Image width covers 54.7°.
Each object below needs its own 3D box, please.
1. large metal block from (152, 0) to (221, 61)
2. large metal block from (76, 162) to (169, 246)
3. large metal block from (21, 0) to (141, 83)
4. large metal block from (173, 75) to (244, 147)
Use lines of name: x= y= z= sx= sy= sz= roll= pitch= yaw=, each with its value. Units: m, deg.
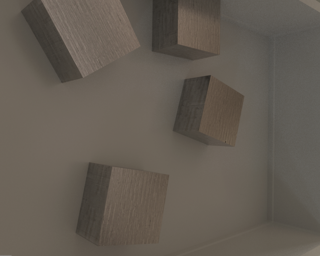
large metal block: x=0.037 y=-0.142 z=0.423 sx=0.081 sy=0.050 sz=0.079 roll=1 pitch=90 yaw=-40
large metal block: x=-0.042 y=0.087 z=0.357 sx=0.081 sy=0.050 sz=0.080 roll=15 pitch=80 yaw=-39
large metal block: x=-0.080 y=-0.103 z=0.324 sx=0.080 sy=0.050 sz=0.080 roll=-39 pitch=114 yaw=-33
large metal block: x=0.073 y=-0.022 z=0.454 sx=0.080 sy=0.050 sz=0.080 roll=22 pitch=76 yaw=-38
